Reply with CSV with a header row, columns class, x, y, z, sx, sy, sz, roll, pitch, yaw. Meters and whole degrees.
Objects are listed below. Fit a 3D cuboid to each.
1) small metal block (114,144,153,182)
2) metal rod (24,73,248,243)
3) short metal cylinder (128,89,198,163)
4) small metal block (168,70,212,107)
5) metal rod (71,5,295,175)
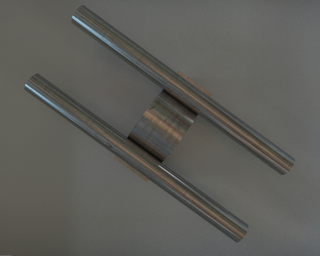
class,x,y,z,sx,sy,sz,roll,pitch,yaw
small metal block,-0.028,0.040,0.397,0.050,0.050,0.025,37,90,-1
metal rod,-0.027,0.035,0.361,0.301,0.025,0.025,36,90,0
short metal cylinder,0.003,-0.003,0.382,0.050,0.080,0.080,37,90,-1
small metal block,0.035,-0.045,0.397,0.050,0.050,0.025,37,90,-1
metal rod,0.027,-0.043,0.360,0.301,0.025,0.025,36,90,-1
